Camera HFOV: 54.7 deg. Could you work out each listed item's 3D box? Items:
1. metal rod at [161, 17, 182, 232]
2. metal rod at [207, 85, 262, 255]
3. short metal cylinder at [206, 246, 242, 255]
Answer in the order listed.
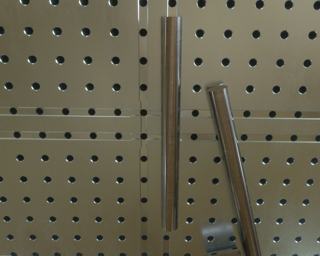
[{"bbox_3d":[0.014,0.009,0.416,0.025,0.025,0.298,0,110,0],"label":"metal rod"},{"bbox_3d":[0.113,0.084,0.445,0.025,0.025,0.298,-15,110,5],"label":"metal rod"},{"bbox_3d":[0.104,0.226,0.468,0.050,0.080,0.080,-13,110,5],"label":"short metal cylinder"}]
